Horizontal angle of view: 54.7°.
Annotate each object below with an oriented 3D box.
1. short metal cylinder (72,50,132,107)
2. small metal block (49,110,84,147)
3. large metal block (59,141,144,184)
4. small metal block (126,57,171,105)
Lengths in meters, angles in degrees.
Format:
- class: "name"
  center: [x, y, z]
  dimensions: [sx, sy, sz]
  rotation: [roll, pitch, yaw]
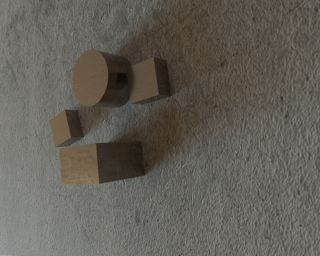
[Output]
- class: "short metal cylinder"
  center: [-0.084, -0.070, 0.455]
  dimensions: [0.080, 0.050, 0.079]
  rotation: [0, 90, 39]
- class: "small metal block"
  center: [-0.162, 0.001, 0.536]
  dimensions: [0.050, 0.025, 0.050]
  rotation: [-26, 74, 36]
- class: "large metal block"
  center: [-0.081, 0.048, 0.434]
  dimensions: [0.080, 0.081, 0.050]
  rotation: [-9, 84, 39]
- class: "small metal block"
  center: [-0.016, -0.062, 0.416]
  dimensions: [0.050, 0.025, 0.050]
  rotation: [-13, 82, 39]
